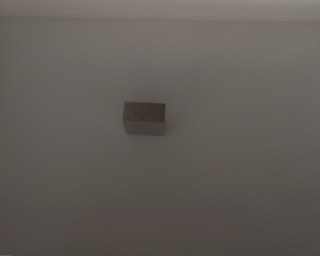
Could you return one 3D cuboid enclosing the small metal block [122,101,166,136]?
[{"bbox_3d":[-0.019,-0.011,0.396,0.050,0.050,0.025,3,70,1],"label":"small metal block"}]
